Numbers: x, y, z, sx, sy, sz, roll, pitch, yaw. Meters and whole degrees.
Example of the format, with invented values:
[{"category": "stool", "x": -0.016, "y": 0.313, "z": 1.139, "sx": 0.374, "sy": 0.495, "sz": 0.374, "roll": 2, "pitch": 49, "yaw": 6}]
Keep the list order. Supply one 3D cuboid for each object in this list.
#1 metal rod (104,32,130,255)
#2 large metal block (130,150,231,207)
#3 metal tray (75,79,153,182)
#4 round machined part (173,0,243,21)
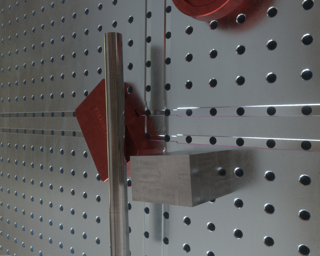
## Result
[{"category": "metal rod", "x": -0.058, "y": 0.023, "z": 0.415, "sx": 0.025, "sy": 0.025, "sz": 0.298, "roll": -3, "pitch": 88, "yaw": 39}, {"category": "large metal block", "x": 0.024, "y": 0.053, "z": 0.352, "sx": 0.080, "sy": 0.081, "sz": 0.050, "roll": -5, "pitch": 87, "yaw": 39}, {"category": "metal tray", "x": -0.073, "y": 0.003, "z": 0.464, "sx": 0.090, "sy": 0.030, "sz": 0.130, "roll": -40, "pitch": 66, "yaw": 32}, {"category": "round machined part", "x": 0.061, "y": -0.169, "z": 0.346, "sx": 0.098, "sy": 0.042, "sz": 0.097, "roll": 0, "pitch": 90, "yaw": 40}]
